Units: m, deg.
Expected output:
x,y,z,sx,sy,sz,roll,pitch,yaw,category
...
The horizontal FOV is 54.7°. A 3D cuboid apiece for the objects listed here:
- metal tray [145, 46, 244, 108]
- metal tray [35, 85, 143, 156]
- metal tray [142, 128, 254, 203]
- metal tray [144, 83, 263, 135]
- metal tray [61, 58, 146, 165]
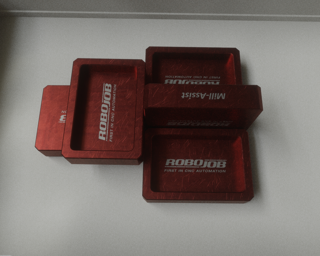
x,y,z,sx,sy,sz,roll,pitch,yaw,category
0.045,-0.066,0.430,0.131,0.030,0.090,1,70,0,metal tray
-0.088,-0.009,0.406,0.131,0.030,0.090,0,70,-1,metal tray
0.045,0.047,0.388,0.131,0.030,0.090,1,70,0,metal tray
0.048,-0.020,0.380,0.131,0.090,0.030,1,70,0,metal tray
-0.064,-0.022,0.380,0.091,0.030,0.130,1,70,0,metal tray
